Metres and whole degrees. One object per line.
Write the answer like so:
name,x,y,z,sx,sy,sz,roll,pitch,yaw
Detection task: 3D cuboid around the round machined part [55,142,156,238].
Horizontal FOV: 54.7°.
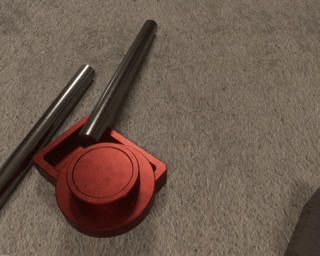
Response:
round machined part,-0.054,0.053,0.307,0.099,0.042,0.098,0,50,0

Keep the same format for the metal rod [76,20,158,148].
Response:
metal rod,-0.048,-0.084,0.449,0.025,0.025,0.301,10,43,8

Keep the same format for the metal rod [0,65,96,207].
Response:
metal rod,-0.159,0.022,0.382,0.025,0.025,0.301,15,51,12

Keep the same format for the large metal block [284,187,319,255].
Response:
large metal block,0.173,0.114,0.293,0.080,0.050,0.080,27,55,21

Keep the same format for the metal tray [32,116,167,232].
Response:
metal tray,-0.068,0.048,0.358,0.130,0.030,0.090,31,56,23
